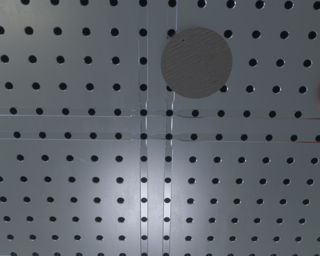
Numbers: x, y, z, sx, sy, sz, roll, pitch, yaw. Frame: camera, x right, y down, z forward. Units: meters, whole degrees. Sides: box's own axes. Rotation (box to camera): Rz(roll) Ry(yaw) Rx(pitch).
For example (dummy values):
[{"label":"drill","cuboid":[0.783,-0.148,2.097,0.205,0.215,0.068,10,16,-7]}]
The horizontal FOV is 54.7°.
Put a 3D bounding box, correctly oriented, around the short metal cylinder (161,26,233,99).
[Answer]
[{"label":"short metal cylinder","cuboid":[0.041,-0.080,0.371,0.081,0.050,0.079,0,110,0]}]
